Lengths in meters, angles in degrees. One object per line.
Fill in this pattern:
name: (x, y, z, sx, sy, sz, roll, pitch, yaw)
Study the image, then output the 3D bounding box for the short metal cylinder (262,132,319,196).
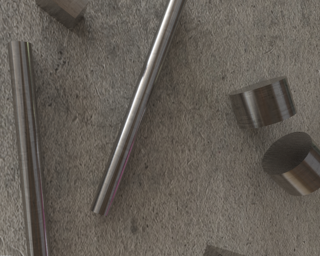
short metal cylinder: (0.199, 0.052, 0.454, 0.050, 0.080, 0.080, 43, 77, -15)

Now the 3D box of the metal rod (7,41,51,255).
metal rod: (-0.147, 0.054, 0.355, 0.025, 0.025, 0.298, -5, 92, -20)

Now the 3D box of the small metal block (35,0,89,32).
small metal block: (-0.113, -0.143, 0.354, 0.050, 0.050, 0.025, 36, 78, -17)

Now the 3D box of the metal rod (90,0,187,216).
metal rod: (-0.025, -0.036, 0.399, 0.025, 0.025, 0.299, 22, 83, -19)

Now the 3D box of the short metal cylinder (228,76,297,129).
short metal cylinder: (0.142, -0.036, 0.433, 0.081, 0.080, 0.050, -22, 98, -19)

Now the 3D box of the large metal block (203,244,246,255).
large metal block: (0.098, 0.220, 0.433, 0.080, 0.050, 0.080, 23, 82, -19)
